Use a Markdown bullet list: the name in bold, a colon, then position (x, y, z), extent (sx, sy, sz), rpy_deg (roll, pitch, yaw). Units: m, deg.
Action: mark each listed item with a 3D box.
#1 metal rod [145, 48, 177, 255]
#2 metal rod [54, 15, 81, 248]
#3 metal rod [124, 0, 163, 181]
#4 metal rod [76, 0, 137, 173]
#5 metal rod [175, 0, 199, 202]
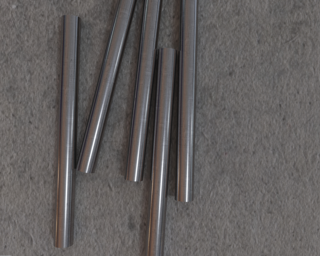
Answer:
- **metal rod**: position (0.000, 0.046, 0.410), extent (0.025, 0.025, 0.298), rpy_deg (4, 90, -1)
- **metal rod**: position (-0.122, 0.004, 0.408), extent (0.025, 0.025, 0.298), rpy_deg (2, 90, -1)
- **metal rod**: position (-0.019, -0.080, 0.409), extent (0.025, 0.025, 0.298), rpy_deg (6, 90, -1)
- **metal rod**: position (-0.063, -0.089, 0.409), extent (0.025, 0.025, 0.298), rpy_deg (14, 90, -1)
- **metal rod**: position (0.036, -0.054, 0.410), extent (0.025, 0.025, 0.298), rpy_deg (1, 90, -1)
